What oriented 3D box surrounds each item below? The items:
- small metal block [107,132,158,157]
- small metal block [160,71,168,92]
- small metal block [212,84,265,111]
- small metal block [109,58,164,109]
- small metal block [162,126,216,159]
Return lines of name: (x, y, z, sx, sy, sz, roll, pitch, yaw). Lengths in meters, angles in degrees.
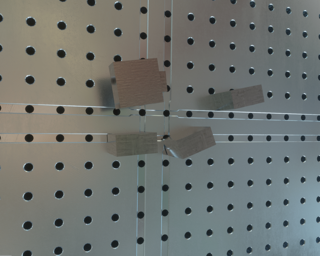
small metal block: (-0.035, 0.019, 0.387, 0.050, 0.050, 0.025, -4, 92, -20)
small metal block: (-0.024, -0.054, 0.391, 0.050, 0.050, 0.025, -6, 93, -20)
small metal block: (0.110, -0.043, 0.442, 0.050, 0.050, 0.025, -13, 95, -20)
small metal block: (-0.027, -0.050, 0.350, 0.050, 0.025, 0.050, -10, 94, -20)
small metal block: (0.038, 0.018, 0.415, 0.050, 0.050, 0.025, -21, 98, -19)
